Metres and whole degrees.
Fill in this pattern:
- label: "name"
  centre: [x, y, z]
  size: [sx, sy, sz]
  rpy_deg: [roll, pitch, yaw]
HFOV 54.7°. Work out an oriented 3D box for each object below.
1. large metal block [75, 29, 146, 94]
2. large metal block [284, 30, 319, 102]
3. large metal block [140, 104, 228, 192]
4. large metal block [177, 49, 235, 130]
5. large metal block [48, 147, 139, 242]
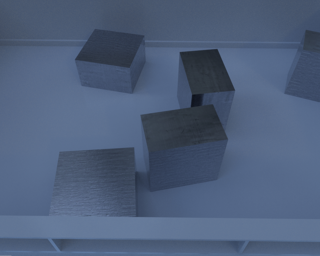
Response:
- label: "large metal block"
  centre: [-0.072, -0.103, 0.475]
  size: [0.080, 0.050, 0.080]
  rpy_deg: [10, 51, 8]
- label: "large metal block"
  centre: [0.233, -0.084, 0.441]
  size: [0.080, 0.080, 0.050]
  rpy_deg: [16, 52, 13]
- label: "large metal block"
  centre: [0.024, 0.024, 0.349]
  size: [0.081, 0.080, 0.050]
  rpy_deg: [-9, 51, -7]
- label: "large metal block"
  centre: [0.056, -0.045, 0.407]
  size: [0.050, 0.080, 0.080]
  rpy_deg: [-6, 50, -5]
- label: "large metal block"
  centre: [-0.065, 0.070, 0.330]
  size: [0.081, 0.050, 0.080]
  rpy_deg: [-3, 50, -3]
